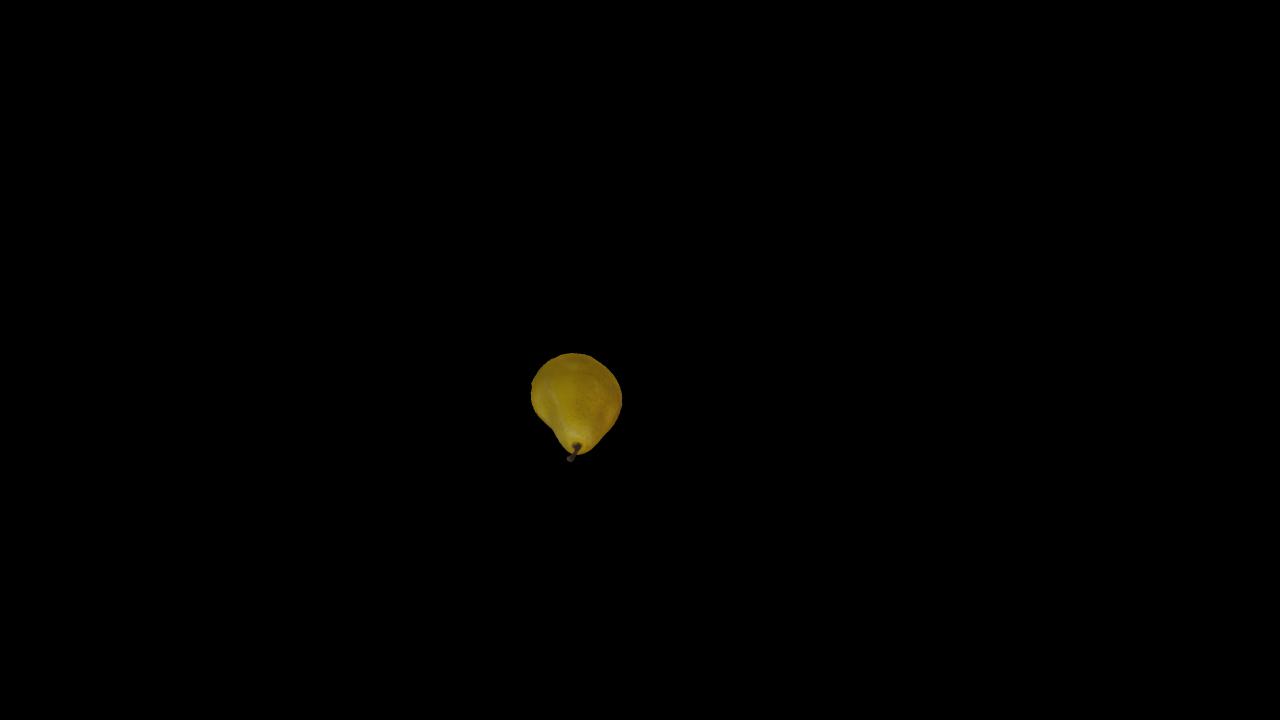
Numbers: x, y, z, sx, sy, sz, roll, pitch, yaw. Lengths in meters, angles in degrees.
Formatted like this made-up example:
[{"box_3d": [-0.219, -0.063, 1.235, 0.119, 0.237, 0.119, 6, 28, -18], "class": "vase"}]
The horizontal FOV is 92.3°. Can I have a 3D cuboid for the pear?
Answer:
[{"box_3d": [-0.049, 0.047, 0.511, 0.080, 0.080, 0.111, 0, 40, -18], "class": "pear"}]
